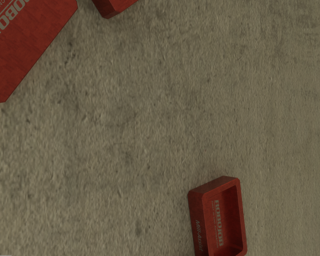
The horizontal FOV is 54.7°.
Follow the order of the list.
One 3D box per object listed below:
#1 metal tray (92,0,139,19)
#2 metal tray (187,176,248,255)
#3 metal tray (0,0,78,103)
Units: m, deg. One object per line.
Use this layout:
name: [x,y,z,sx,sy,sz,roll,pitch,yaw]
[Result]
metal tray: [-0.062,-0.204,0.351,0.090,0.030,0.130,-48,119,-29]
metal tray: [0.092,0.149,0.481,0.091,0.030,0.129,-13,99,-39]
metal tray: [-0.147,-0.097,0.279,0.090,0.030,0.130,42,65,-32]
